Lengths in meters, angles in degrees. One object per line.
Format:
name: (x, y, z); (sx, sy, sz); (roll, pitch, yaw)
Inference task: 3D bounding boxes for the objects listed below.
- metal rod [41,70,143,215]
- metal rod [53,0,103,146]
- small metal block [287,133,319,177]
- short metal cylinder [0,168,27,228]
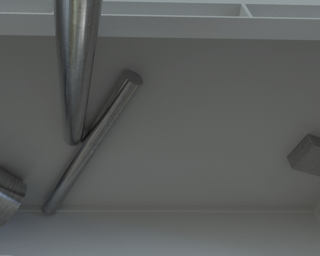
metal rod: (-0.109, 0.039, 0.440); (0.025, 0.025, 0.298); (25, 126, -20)
metal rod: (-0.078, -0.029, 0.283); (0.025, 0.025, 0.299); (14, 160, -12)
small metal block: (0.223, 0.040, 0.447); (0.050, 0.025, 0.050); (16, 128, -14)
short metal cylinder: (-0.246, 0.103, 0.457); (0.080, 0.080, 0.050); (-30, 124, 23)
